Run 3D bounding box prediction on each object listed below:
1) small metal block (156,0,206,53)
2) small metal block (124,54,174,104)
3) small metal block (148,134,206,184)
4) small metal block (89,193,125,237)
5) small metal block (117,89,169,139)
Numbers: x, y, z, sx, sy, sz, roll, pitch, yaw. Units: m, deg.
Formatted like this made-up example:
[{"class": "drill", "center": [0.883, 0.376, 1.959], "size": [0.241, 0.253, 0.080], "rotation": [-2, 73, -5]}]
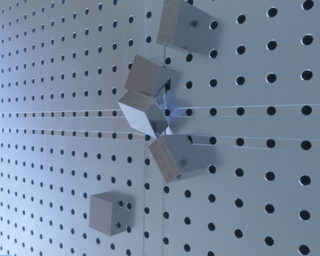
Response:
[{"class": "small metal block", "center": [0.026, -0.120, 0.370], "size": [0.025, 0.050, 0.050], "rotation": [18, 102, 38]}, {"class": "small metal block", "center": [-0.016, -0.067, 0.421], "size": [0.050, 0.025, 0.050], "rotation": [34, 111, 34]}, {"class": "small metal block", "center": [0.021, 0.036, 0.374], "size": [0.025, 0.050, 0.050], "rotation": [-41, 65, 32]}, {"class": "small metal block", "center": [-0.082, 0.131, 0.475], "size": [0.050, 0.025, 0.050], "rotation": [6, 94, 39]}, {"class": "small metal block", "center": [-0.022, -0.018, 0.407], "size": [0.050, 0.050, 0.025], "rotation": [23, 60, 37]}]
